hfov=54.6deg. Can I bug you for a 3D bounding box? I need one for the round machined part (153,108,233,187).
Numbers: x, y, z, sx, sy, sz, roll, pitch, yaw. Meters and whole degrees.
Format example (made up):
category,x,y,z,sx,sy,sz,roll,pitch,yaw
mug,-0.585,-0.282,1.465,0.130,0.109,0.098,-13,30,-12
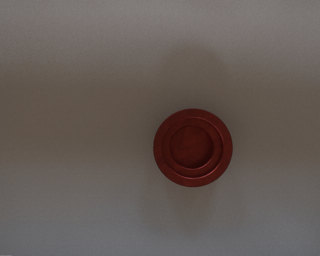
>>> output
category,x,y,z,sx,sy,sz,roll,pitch,yaw
round machined part,0.041,0.024,0.403,0.099,0.042,0.097,0,90,0
